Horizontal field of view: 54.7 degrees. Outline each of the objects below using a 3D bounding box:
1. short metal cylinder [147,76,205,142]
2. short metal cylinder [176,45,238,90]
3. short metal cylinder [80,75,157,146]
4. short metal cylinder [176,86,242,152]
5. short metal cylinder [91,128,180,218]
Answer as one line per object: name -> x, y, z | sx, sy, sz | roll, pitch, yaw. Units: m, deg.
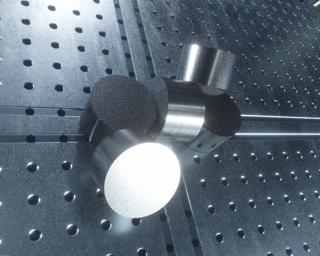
short metal cylinder -> 0.014, -0.023, 0.396 | 0.050, 0.080, 0.080 | 5, 60, -26
short metal cylinder -> 0.068, -0.089, 0.457 | 0.081, 0.080, 0.050 | 8, 100, -24
short metal cylinder -> -0.051, -0.017, 0.376 | 0.081, 0.050, 0.080 | 14, 56, -21
short metal cylinder -> 0.067, -0.012, 0.436 | 0.081, 0.050, 0.080 | 14, 56, -21
short metal cylinder -> -0.026, 0.046, 0.325 | 0.081, 0.050, 0.079 | -9, 110, -25
